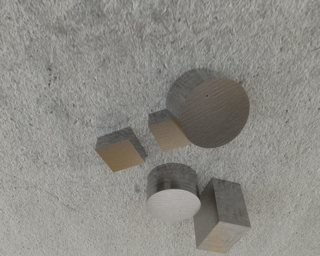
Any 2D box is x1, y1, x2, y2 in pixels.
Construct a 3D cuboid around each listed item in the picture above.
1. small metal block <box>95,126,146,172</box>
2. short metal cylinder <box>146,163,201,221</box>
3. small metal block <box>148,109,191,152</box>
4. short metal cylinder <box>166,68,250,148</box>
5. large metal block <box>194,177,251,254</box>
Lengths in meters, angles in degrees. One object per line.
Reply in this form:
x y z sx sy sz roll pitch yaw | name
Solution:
-0.054 0.031 0.433 0.050 0.025 0.050 -19 128 15 | small metal block
0.020 0.099 0.476 0.081 0.050 0.079 0 130 0 | short metal cylinder
0.018 0.000 0.408 0.050 0.025 0.050 -17 128 14 | small metal block
0.053 -0.023 0.353 0.081 0.050 0.079 -7 113 -15 | short metal cylinder
0.093 0.139 0.490 0.050 0.080 0.079 15 129 -12 | large metal block
